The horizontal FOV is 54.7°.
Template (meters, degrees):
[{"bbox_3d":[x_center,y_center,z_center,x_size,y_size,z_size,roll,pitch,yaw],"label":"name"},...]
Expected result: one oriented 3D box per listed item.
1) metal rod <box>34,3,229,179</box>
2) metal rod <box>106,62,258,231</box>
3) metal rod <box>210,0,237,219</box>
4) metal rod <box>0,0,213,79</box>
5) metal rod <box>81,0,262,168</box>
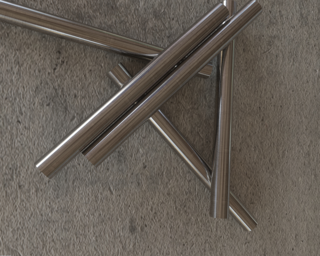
[{"bbox_3d":[-0.022,-0.054,0.373,0.301,0.025,0.025,-44,104,-15],"label":"metal rod"},{"bbox_3d":[0.038,0.034,0.424,0.025,0.025,0.300,-45,104,-15],"label":"metal rod"},{"bbox_3d":[0.088,-0.031,0.426,0.025,0.025,0.298,7,82,-20],"label":"metal rod"},{"bbox_3d":[-0.072,-0.109,0.382,0.302,0.025,0.025,12,86,-20],"label":"metal rod"},{"bbox_3d":[0.024,-0.064,0.390,0.301,0.025,0.025,-44,104,-14],"label":"metal rod"}]
